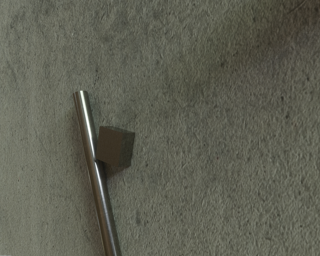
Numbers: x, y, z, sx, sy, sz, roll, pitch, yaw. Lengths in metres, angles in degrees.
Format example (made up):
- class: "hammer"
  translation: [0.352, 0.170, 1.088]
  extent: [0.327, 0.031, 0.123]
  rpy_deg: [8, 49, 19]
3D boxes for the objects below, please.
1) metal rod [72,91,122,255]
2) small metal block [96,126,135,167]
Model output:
- class: "metal rod"
  translation: [-0.096, 0.085, 0.481]
  extent: [0.025, 0.025, 0.299]
  rpy_deg: [-23, 76, 37]
- class: "small metal block"
  translation: [-0.066, 0.026, 0.457]
  extent: [0.050, 0.025, 0.050]
  rpy_deg: [14, 99, 38]
